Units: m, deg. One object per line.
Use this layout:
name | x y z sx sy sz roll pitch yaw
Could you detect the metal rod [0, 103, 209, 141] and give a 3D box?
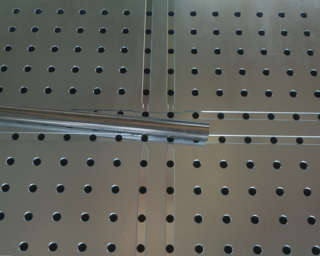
metal rod | -0.087 -0.009 0.414 0.301 0.025 0.025 5 70 2
